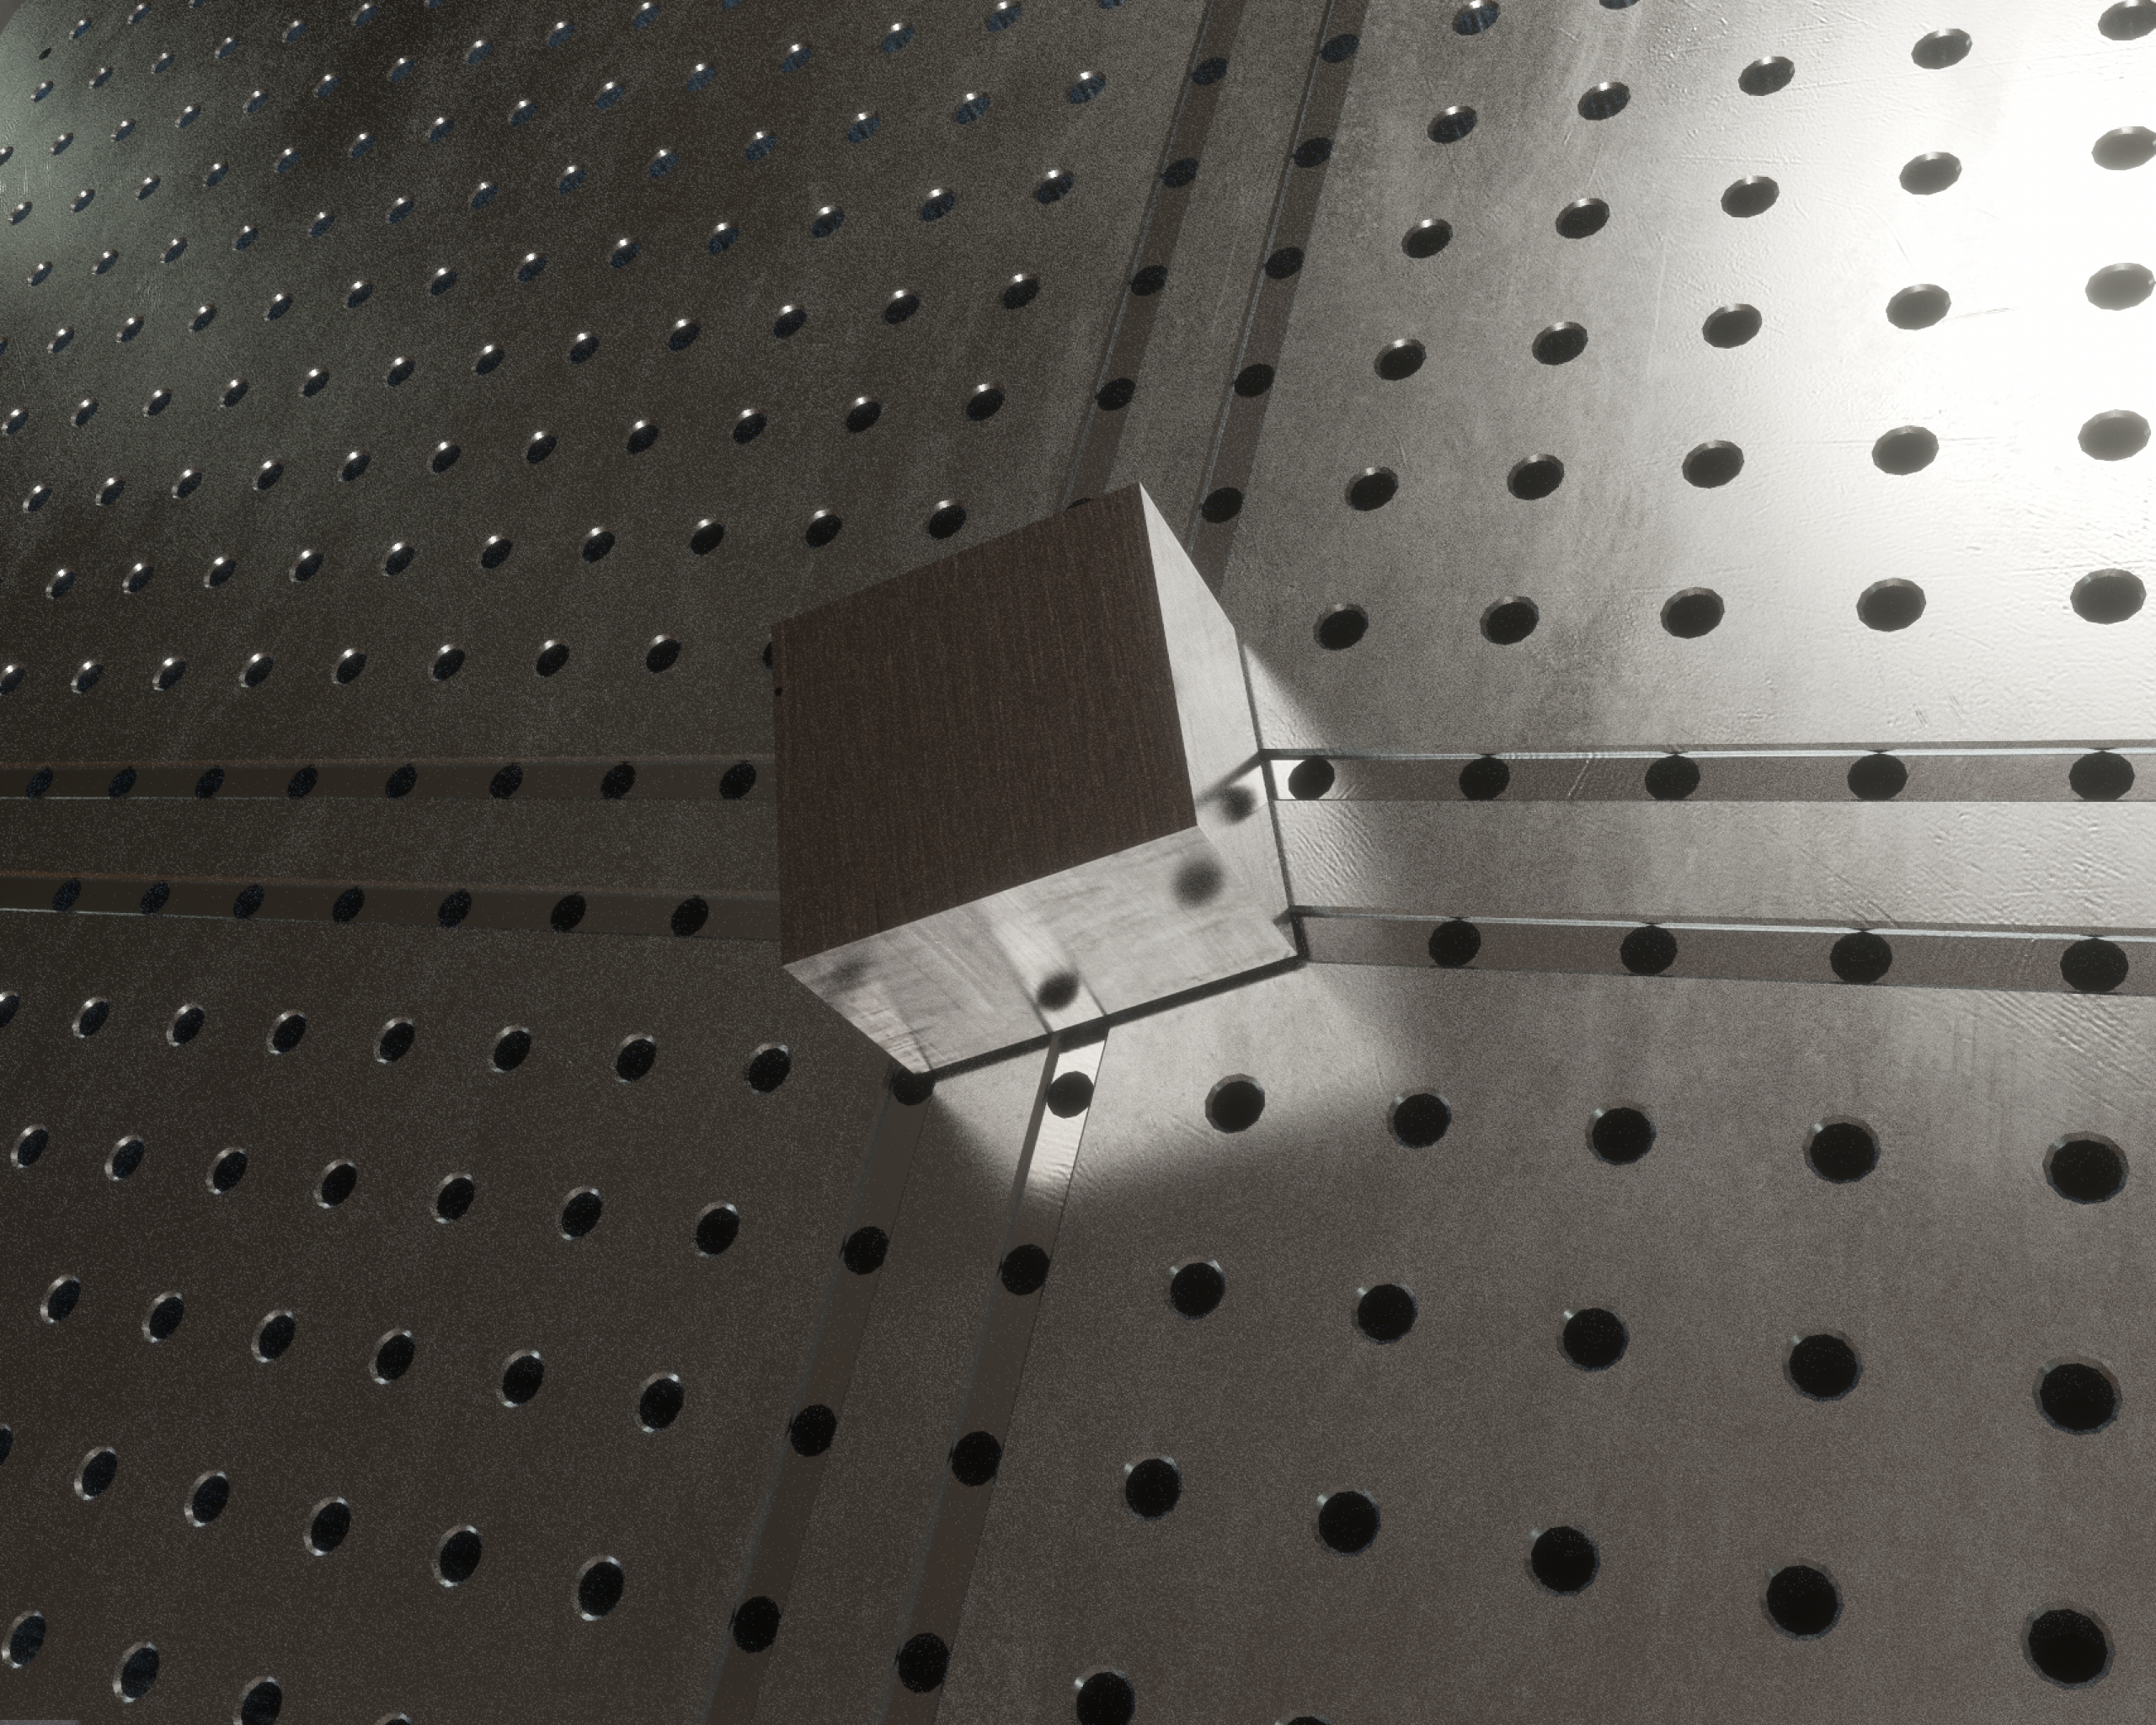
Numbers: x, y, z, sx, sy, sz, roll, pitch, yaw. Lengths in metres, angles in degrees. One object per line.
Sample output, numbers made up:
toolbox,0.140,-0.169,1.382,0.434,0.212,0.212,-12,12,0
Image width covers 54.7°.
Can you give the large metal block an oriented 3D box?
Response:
large metal block,-0.010,-0.015,0.402,0.080,0.050,0.080,-19,55,17
